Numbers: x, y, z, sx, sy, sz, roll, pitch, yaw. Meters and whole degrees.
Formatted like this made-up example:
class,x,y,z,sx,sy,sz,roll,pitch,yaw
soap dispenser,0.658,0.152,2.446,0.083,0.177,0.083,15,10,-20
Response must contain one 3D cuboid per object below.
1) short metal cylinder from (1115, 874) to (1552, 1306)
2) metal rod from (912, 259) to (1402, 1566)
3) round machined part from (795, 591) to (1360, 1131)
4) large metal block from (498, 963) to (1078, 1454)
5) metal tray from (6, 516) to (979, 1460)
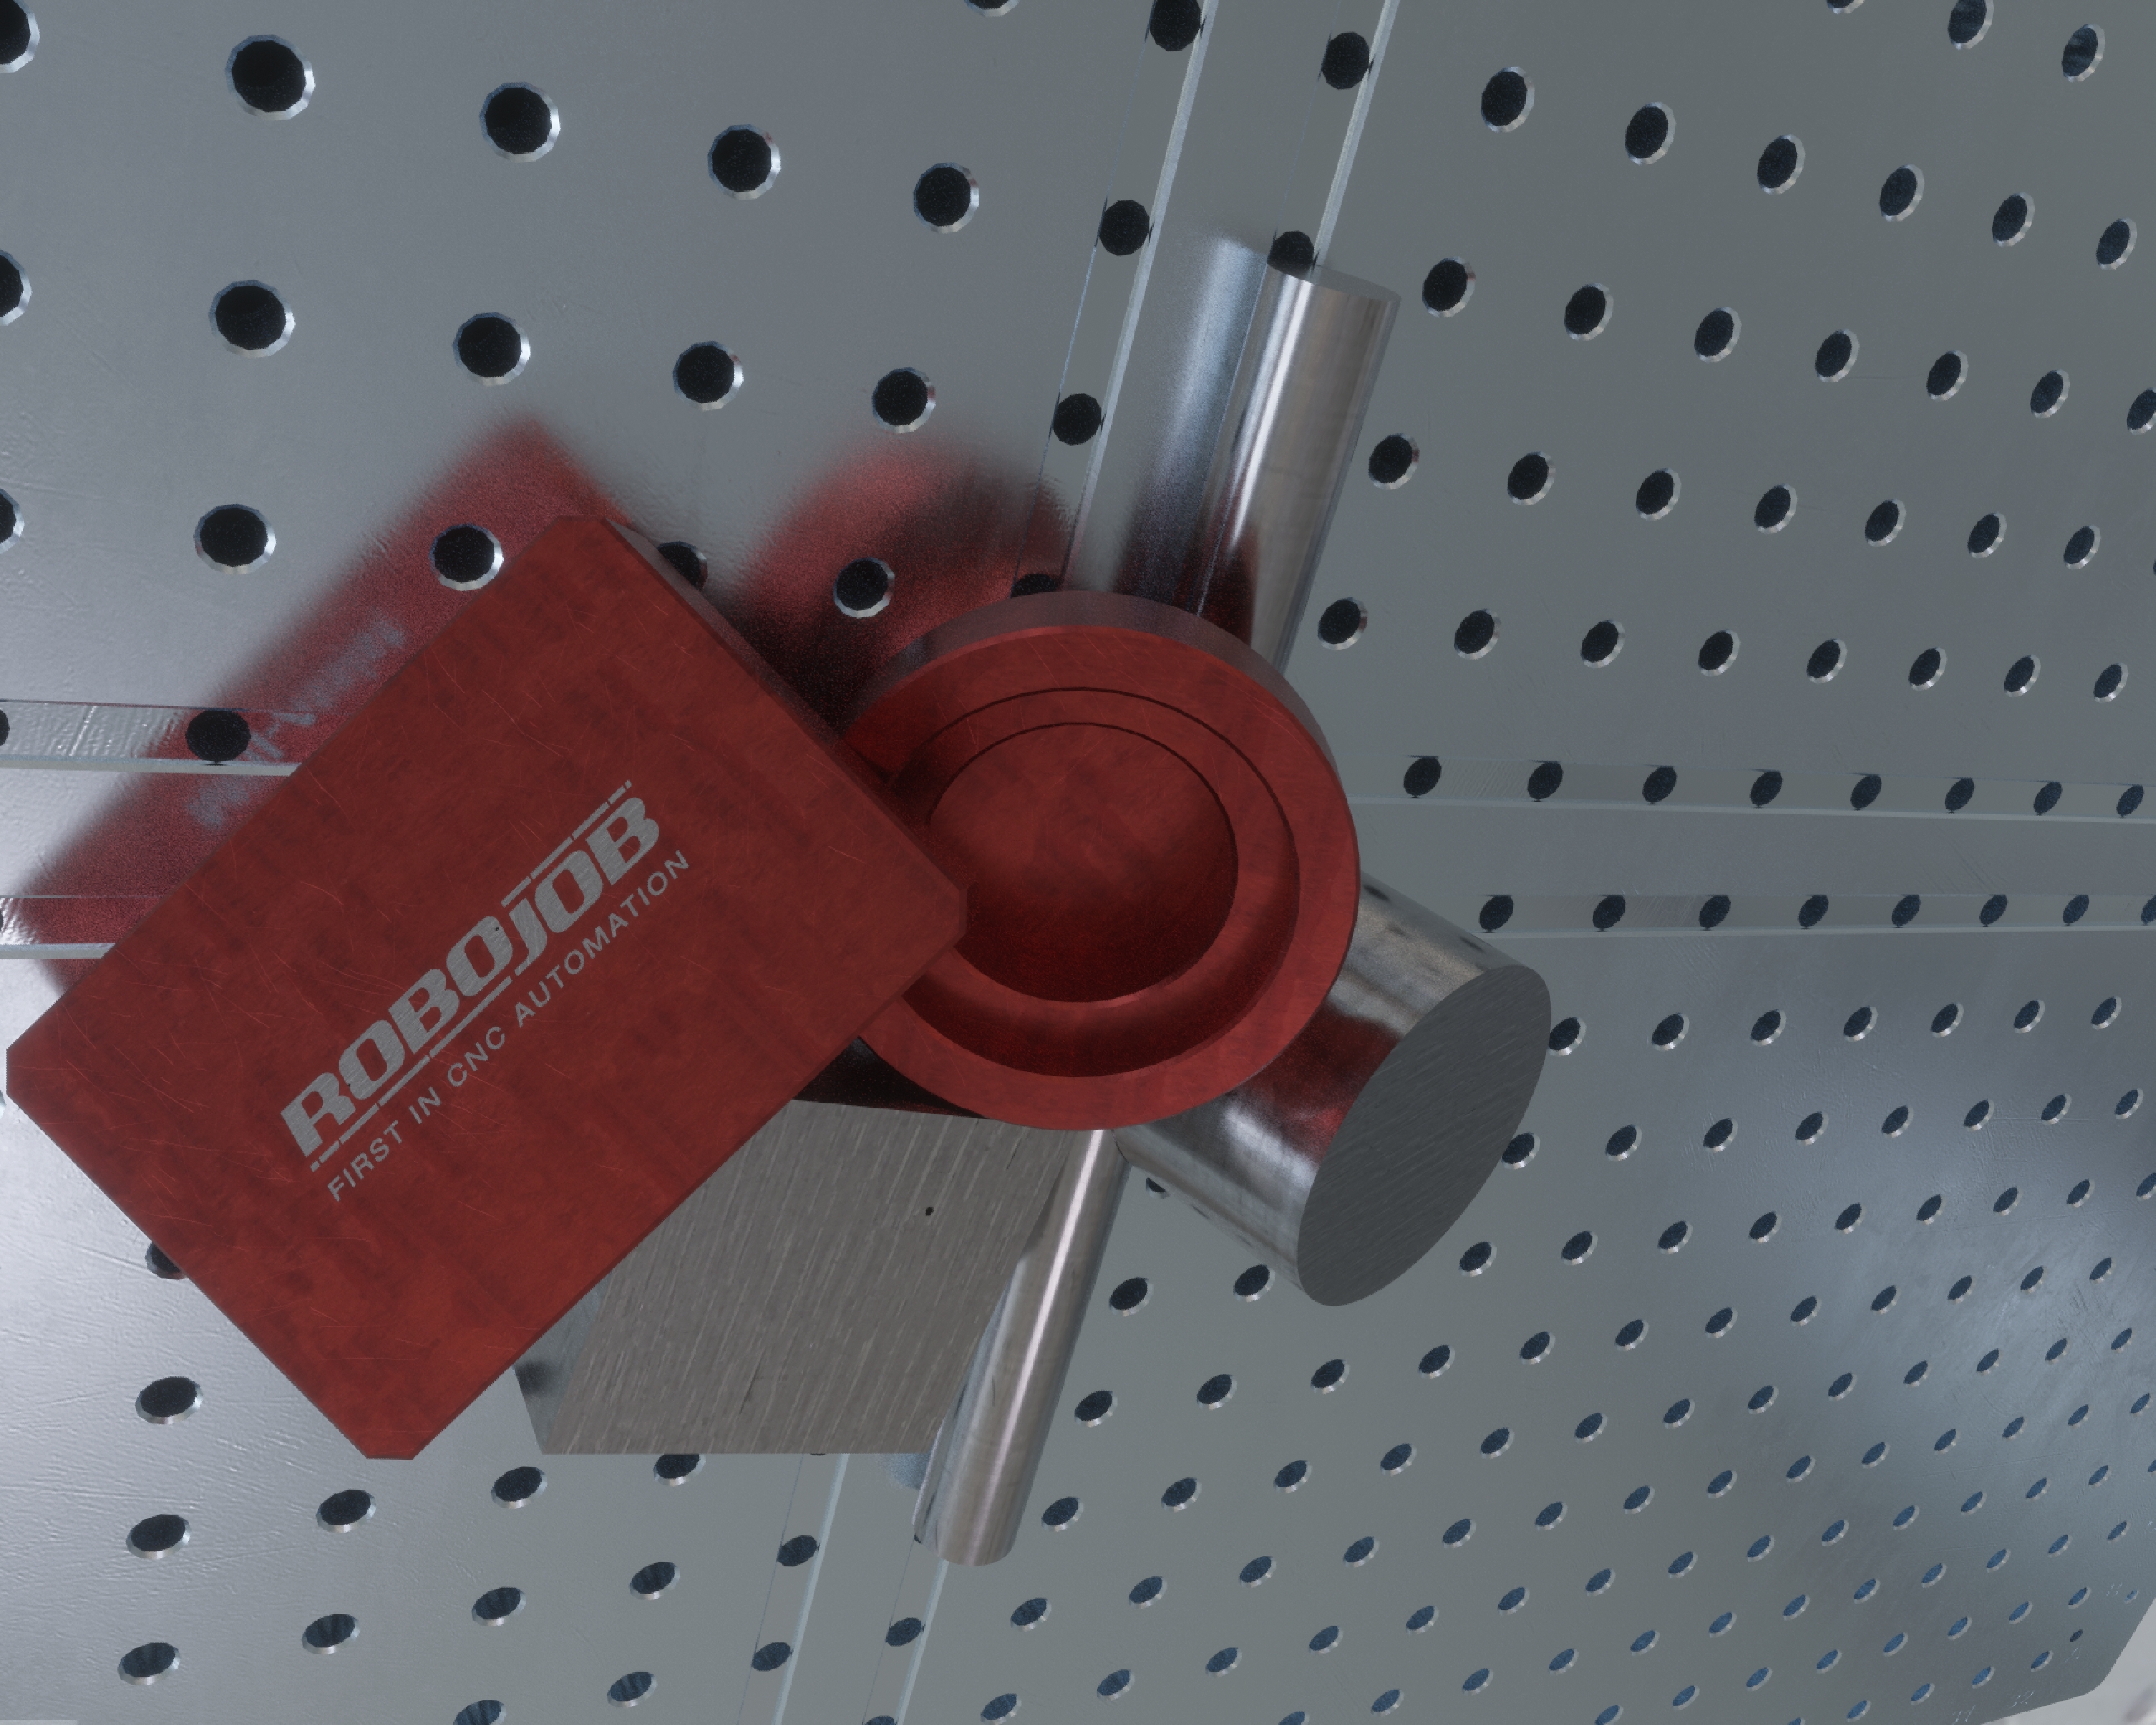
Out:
class,x,y,z,sx,sy,sz,roll,pitch,yaw
short metal cylinder,0.054,0.045,0.435,0.081,0.050,0.079,-31,138,-33
metal rod,0.009,0.027,0.434,0.025,0.025,0.298,1,118,-29
round machined part,0.000,-0.003,0.382,0.099,0.042,0.097,0,115,0
large metal block,-0.059,0.066,0.404,0.081,0.050,0.079,11,113,-33
metal tray,-0.092,0.020,0.338,0.130,0.030,0.090,-44,91,2
